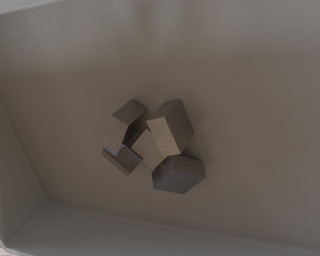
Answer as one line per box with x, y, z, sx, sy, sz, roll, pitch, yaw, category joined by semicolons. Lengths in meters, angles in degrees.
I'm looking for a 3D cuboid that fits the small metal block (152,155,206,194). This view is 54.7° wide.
0.024;0.063;0.415;0.050;0.025;0.050;16;135;-29;small metal block

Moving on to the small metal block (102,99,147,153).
-0.047;-0.003;0.411;0.025;0.050;0.050;32;128;7;small metal block

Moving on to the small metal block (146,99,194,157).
0.014;-0.001;0.381;0.025;0.050;0.050;-12;112;32;small metal block

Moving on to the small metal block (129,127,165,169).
-0.006;0.025;0.423;0.050;0.025;0.050;41;129;0;small metal block

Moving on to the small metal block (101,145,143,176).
-0.056;0.042;0.445;0.050;0.025;0.050;41;162;-1;small metal block
